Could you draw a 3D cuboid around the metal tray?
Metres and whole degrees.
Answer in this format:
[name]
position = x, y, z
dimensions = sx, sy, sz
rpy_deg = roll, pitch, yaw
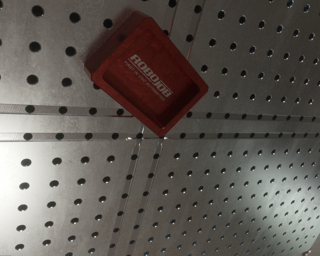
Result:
[metal tray]
position = -0.011, -0.058, 0.367
dimensions = 0.090, 0.030, 0.130
rpy_deg = -46, 130, 4
